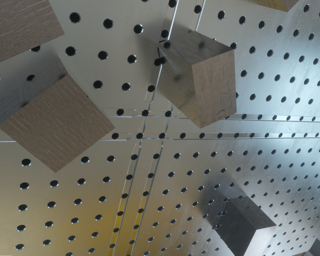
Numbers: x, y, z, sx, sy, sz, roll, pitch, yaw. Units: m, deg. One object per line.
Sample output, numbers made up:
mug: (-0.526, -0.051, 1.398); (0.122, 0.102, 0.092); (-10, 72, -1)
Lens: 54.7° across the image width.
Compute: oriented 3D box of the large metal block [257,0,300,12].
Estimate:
large metal block: (0.144, -0.196, 0.354); (0.080, 0.050, 0.080); (-46, 130, 3)

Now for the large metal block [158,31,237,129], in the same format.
large metal block: (0.044, -0.059, 0.365); (0.050, 0.080, 0.080); (-23, 127, -15)

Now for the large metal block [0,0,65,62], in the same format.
large metal block: (-0.138, -0.104, 0.255); (0.080, 0.050, 0.080); (-28, 128, -11)

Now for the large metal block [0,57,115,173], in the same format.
large metal block: (-0.109, -0.013, 0.328); (0.080, 0.050, 0.080); (-38, 130, -3)

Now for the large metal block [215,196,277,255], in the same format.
large metal block: (0.158, 0.188, 0.582); (0.050, 0.080, 0.079); (1, 118, -29)
